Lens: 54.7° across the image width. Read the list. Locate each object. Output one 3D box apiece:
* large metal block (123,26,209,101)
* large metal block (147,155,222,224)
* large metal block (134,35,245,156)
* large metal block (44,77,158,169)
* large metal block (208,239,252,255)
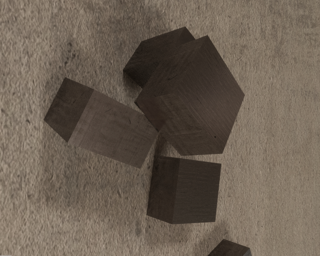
[{"bbox_3d":[0.016,-0.070,0.384,0.080,0.080,0.050,42,64,-32],"label":"large metal block"},{"bbox_3d":[0.034,0.082,0.419,0.081,0.050,0.080,12,82,-40],"label":"large metal block"},{"bbox_3d":[0.033,-0.029,0.307,0.080,0.050,0.080,49,52,-29],"label":"large metal block"},{"bbox_3d":[-0.059,-0.006,0.314,0.080,0.080,0.050,26,89,-37],"label":"large metal block"},{"bbox_3d":[0.105,0.236,0.480,0.081,0.050,0.080,-29,109,-36],"label":"large metal block"}]
